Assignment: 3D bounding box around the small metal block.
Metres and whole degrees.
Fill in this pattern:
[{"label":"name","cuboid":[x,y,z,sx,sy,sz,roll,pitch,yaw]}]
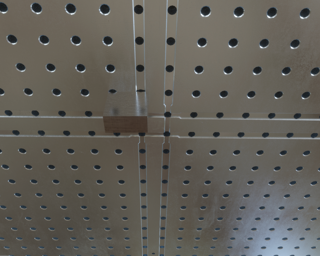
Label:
[{"label":"small metal block","cuboid":[-0.040,-0.020,0.378,0.050,0.050,0.025,0,130,-1]}]
